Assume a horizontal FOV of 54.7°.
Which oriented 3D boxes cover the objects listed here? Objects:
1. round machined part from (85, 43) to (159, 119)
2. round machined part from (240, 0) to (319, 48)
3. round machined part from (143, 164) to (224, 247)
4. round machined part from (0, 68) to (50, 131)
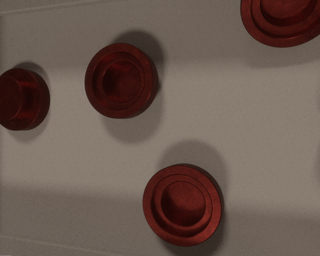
[{"bbox_3d":[-0.048,-0.061,0.417,0.098,0.042,0.097,0,90,19],"label":"round machined part"},{"bbox_3d":[0.138,-0.141,0.335,0.098,0.042,0.097,7,133,8],"label":"round machined part"},{"bbox_3d":[0.031,0.093,0.390,0.098,0.042,0.097,0,90,19],"label":"round machined part"},{"bbox_3d":[-0.225,-0.044,0.479,0.098,0.042,0.097,0,90,19],"label":"round machined part"}]
